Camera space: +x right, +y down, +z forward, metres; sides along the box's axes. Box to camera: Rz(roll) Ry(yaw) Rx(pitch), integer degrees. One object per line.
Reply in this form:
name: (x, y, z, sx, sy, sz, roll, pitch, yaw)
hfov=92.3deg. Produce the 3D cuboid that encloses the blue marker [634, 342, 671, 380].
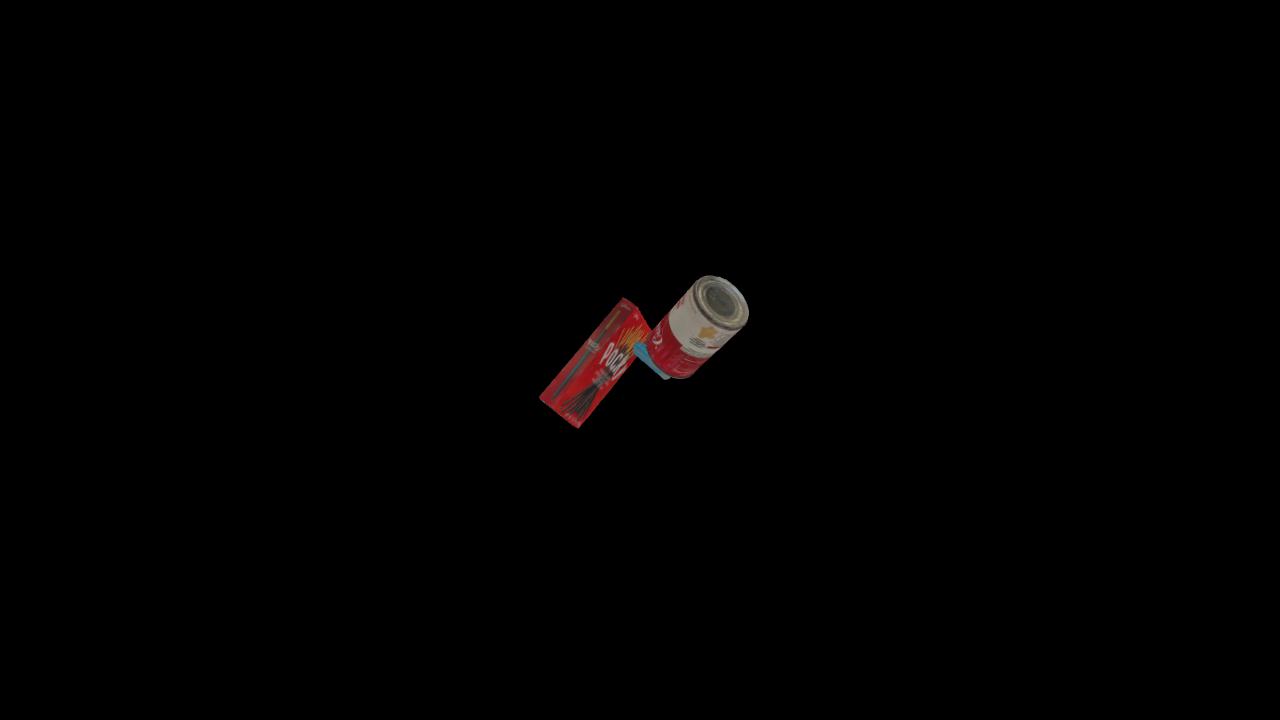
blue marker: (-0.002, -0.014, 0.759, 0.020, 0.020, 0.121, 0, -32, 49)

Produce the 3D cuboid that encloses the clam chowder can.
clam chowder can: (0.059, -0.033, 0.648, 0.068, 0.068, 0.102, 0, -30, -33)

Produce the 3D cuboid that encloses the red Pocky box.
red Pocky box: (-0.048, 0.005, 0.736, 0.028, 0.155, 0.083, 35, -8, 28)
